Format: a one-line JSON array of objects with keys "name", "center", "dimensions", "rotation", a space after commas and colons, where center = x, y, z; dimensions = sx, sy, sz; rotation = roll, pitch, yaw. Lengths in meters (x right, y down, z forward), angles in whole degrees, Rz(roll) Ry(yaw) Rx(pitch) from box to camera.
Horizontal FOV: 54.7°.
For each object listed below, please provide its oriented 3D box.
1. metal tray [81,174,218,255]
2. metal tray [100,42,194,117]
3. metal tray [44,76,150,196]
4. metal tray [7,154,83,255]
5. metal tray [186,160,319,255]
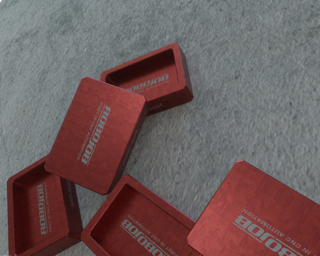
[{"name": "metal tray", "center": [-0.015, 0.119, 0.334], "dimensions": [0.130, 0.030, 0.090], "rotation": [28, 76, 37]}, {"name": "metal tray", "center": [-0.023, -0.062, 0.448], "dimensions": [0.130, 0.030, 0.090], "rotation": [-18, 55, 17]}, {"name": "metal tray", "center": [-0.079, 0.009, 0.396], "dimensions": [0.090, 0.030, 0.129], "rotation": [20, 85, 12]}, {"name": "metal tray", "center": [-0.158, 0.106, 0.416], "dimensions": [0.090, 0.030, 0.130], "rotation": [-30, 52, 8]}, {"name": "metal tray", "center": [0.101, 0.099, 0.265], "dimensions": [0.130, 0.030, 0.090], "rotation": [32, 79, 21]}]
